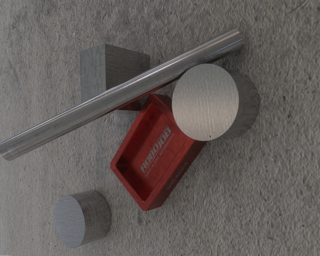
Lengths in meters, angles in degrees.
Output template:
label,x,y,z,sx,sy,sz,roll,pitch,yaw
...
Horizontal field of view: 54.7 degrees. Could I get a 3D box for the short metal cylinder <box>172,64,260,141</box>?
label,x,y,z,sx,sy,sz,roll,pitch,yaw
short metal cylinder,0.060,-0.027,0.339,0.080,0.050,0.079,0,90,40

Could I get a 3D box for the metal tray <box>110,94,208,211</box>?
label,x,y,z,sx,sy,sz,roll,pitch,yaw
metal tray,-0.006,0.032,0.406,0.090,0.030,0.129,46,117,30

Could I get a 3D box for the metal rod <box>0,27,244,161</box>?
label,x,y,z,sx,sy,sz,roll,pitch,yaw
metal rod,-0.049,-0.035,0.355,0.301,0.025,0.025,-25,72,7

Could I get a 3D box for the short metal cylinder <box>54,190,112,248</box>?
label,x,y,z,sx,sy,sz,roll,pitch,yaw
short metal cylinder,-0.122,0.142,0.490,0.080,0.050,0.079,0,90,40

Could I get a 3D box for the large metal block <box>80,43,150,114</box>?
label,x,y,z,sx,sy,sz,roll,pitch,yaw
large metal block,-0.058,-0.061,0.417,0.050,0.081,0.080,-3,88,40
